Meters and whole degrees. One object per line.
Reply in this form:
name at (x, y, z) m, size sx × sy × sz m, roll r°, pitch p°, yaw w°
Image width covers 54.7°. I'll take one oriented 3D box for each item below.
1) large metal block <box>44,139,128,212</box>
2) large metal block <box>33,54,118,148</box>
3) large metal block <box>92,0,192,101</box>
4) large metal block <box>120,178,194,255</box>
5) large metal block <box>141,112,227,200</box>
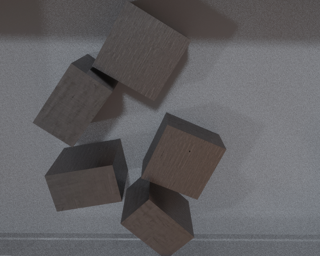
large metal block at (-0.090, 0.058, 0.402) m, size 0.080 × 0.080 × 0.050 m, roll -10°, pitch 110°, yaw 3°
large metal block at (-0.094, -0.036, 0.368) m, size 0.050 × 0.080 × 0.080 m, roll 35°, pitch 106°, yaw -12°
large metal block at (-0.021, -0.091, 0.364) m, size 0.080 × 0.050 × 0.080 m, roll 29°, pitch 107°, yaw -11°
large metal block at (-0.003, 0.114, 0.424) m, size 0.050 × 0.080 × 0.080 m, roll -43°, pitch 105°, yaw 14°
large metal block at (0.029, 0.037, 0.412) m, size 0.080 × 0.050 × 0.079 m, roll 23°, pitch 108°, yaw -9°
